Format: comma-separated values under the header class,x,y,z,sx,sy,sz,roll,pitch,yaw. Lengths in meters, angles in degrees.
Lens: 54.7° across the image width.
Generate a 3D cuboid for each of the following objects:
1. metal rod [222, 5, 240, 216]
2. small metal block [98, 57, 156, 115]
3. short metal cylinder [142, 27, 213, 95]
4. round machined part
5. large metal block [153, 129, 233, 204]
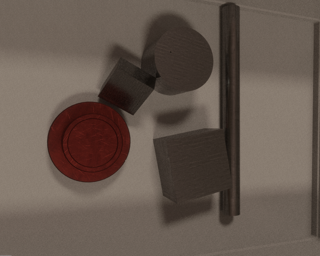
class,x,y,z,sx,sy,sz,roll,pitch,yaw
metal rod,0.103,-0.025,0.450,0.025,0.025,0.298,0,90,-20
small metal block,-0.040,-0.050,0.381,0.050,0.050,0.025,29,38,-18
short metal cylinder,0.022,-0.085,0.405,0.081,0.050,0.079,0,89,-22
round machined part,-0.083,0.017,0.372,0.099,0.042,0.097,0,90,-21
large metal block,0.043,0.047,0.415,0.081,0.050,0.079,-11,94,-20
